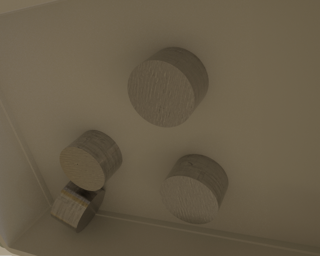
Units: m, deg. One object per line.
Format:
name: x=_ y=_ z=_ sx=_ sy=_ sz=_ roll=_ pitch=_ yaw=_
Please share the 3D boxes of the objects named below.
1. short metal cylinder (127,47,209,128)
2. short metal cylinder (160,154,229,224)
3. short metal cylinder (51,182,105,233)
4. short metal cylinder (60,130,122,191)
short metal cylinder: x=0.010 y=-0.047 z=0.358 sx=0.080 sy=0.050 sz=0.079 roll=13 pitch=124 yaw=21
short metal cylinder: x=0.047 y=0.082 z=0.419 sx=0.080 sy=0.050 sz=0.079 roll=13 pitch=124 yaw=21
short metal cylinder: x=-0.138 y=0.129 z=0.526 sx=0.050 sy=0.080 sz=0.079 roll=28 pitch=128 yaw=10
short metal cylinder: x=-0.106 y=0.050 z=0.479 sx=0.080 sy=0.050 sz=0.079 roll=13 pitch=124 yaw=21
